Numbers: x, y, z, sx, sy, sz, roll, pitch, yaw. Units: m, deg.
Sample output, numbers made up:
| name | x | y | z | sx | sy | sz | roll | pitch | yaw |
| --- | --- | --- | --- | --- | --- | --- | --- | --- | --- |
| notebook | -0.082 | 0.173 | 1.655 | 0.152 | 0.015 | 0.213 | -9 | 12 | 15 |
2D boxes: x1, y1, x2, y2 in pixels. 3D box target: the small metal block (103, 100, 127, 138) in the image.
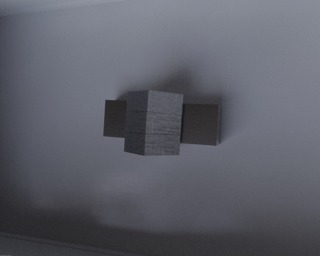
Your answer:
| name | x | y | z | sx | sy | sz | roll | pitch | yaw |
| --- | --- | --- | --- | --- | --- | --- | --- | --- | --- |
| small metal block | -0.048 | -0.012 | 0.425 | 0.050 | 0.025 | 0.050 | 4 | 91 | 19 |

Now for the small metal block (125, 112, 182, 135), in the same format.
| name | x | y | z | sx | sy | sz | roll | pitch | yaw |
| --- | --- | --- | --- | --- | --- | --- | --- | --- | --- |
| small metal block | -0.009 | -0.006 | 0.387 | 0.050 | 0.050 | 0.025 | 3 | 91 | 56 |

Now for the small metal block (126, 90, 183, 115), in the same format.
| name | x | y | z | sx | sy | sz | roll | pitch | yaw |
| --- | --- | --- | --- | --- | --- | --- | --- | --- | --- |
| small metal block | -0.007 | -0.031 | 0.386 | 0.050 | 0.050 | 0.025 | 5 | 92 | 56 |

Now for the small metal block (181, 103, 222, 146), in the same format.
| name | x | y | z | sx | sy | sz | roll | pitch | yaw |
| --- | --- | --- | --- | --- | --- | --- | --- | --- | --- |
| small metal block | 0.050 | -0.005 | 0.391 | 0.050 | 0.025 | 0.050 | 3 | 91 | 19 |

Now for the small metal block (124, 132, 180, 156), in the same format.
| name | x | y | z | sx | sy | sz | roll | pitch | yaw |
| --- | --- | --- | --- | --- | --- | --- | --- | --- | --- |
| small metal block | -0.010 | 0.019 | 0.388 | 0.050 | 0.050 | 0.025 | 3 | 91 | 56 |
